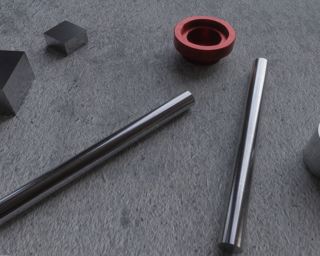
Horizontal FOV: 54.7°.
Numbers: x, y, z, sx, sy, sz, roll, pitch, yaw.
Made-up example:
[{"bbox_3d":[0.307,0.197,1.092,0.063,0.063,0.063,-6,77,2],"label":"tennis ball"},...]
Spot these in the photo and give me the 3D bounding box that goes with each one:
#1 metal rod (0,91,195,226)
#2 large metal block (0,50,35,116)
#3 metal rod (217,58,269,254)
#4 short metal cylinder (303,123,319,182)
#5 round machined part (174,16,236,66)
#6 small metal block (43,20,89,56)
[{"bbox_3d":[-0.075,0.031,0.376,0.302,0.025,0.025,-32,57,-25],"label":"metal rod"},{"bbox_3d":[-0.237,-0.066,0.440,0.080,0.050,0.080,4,50,2],"label":"large metal block"},{"bbox_3d":[0.114,0.009,0.397,0.025,0.025,0.300,14,51,11],"label":"metal rod"},{"bbox_3d":[0.220,0.027,0.367,0.081,0.050,0.080,0,50,0],"label":"short metal cylinder"},{"bbox_3d":[0.071,-0.140,0.511,0.099,0.042,0.098,0,50,0],"label":"round machined part"},{"bbox_3d":[-0.161,-0.155,0.532,0.050,0.025,0.050,29,55,21],"label":"small metal block"}]
